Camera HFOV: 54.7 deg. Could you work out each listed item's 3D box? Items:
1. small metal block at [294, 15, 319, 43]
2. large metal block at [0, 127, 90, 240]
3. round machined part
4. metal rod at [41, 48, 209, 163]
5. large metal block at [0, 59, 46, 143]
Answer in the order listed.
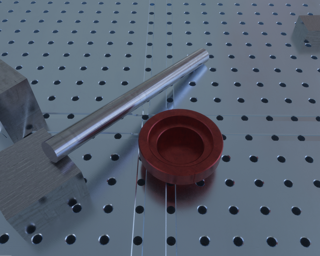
[{"bbox_3d":[0.280,-0.180,0.560,0.050,0.025,0.050,-2,50,-2],"label":"small metal block"},{"bbox_3d":[-0.138,0.058,0.341,0.080,0.050,0.080,-34,58,-25],"label":"large metal block"},{"bbox_3d":[0.024,0.026,0.375,0.099,0.042,0.098,0,50,0],"label":"round machined part"},{"bbox_3d":[-0.022,-0.047,0.412,0.025,0.025,0.302,31,46,23],"label":"metal rod"},{"bbox_3d":[-0.205,-0.039,0.403,0.080,0.080,0.050,33,58,24],"label":"large metal block"}]
